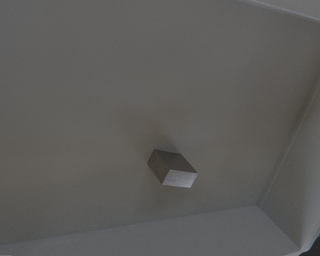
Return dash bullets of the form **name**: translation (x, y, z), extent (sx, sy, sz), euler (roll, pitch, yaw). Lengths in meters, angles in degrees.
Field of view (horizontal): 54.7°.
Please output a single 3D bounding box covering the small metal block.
- **small metal block**: translation (0.017, 0.057, 0.439), extent (0.050, 0.050, 0.025), euler (13, 112, -34)
